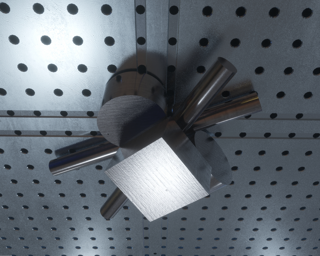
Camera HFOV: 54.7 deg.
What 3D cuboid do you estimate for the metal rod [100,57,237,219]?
[{"bbox_3d":[-0.006,0.033,0.403,0.025,0.025,0.298,24,126,-19],"label":"metal rod"}]

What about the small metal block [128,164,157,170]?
[{"bbox_3d":[-0.030,0.054,0.453,0.050,0.025,0.050,-22,127,17],"label":"small metal block"}]

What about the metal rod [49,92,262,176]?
[{"bbox_3d":[-0.017,0.013,0.418,0.301,0.025,0.025,-18,128,14],"label":"metal rod"}]

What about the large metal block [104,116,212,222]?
[{"bbox_3d":[0.000,0.047,0.347,0.080,0.050,0.080,-32,106,25],"label":"large metal block"}]

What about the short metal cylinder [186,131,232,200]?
[{"bbox_3d":[0.052,0.050,0.415,0.050,0.080,0.080,-35,122,27],"label":"short metal cylinder"}]

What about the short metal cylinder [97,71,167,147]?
[{"bbox_3d":[-0.032,-0.021,0.373,0.081,0.050,0.079,0,130,0],"label":"short metal cylinder"}]
